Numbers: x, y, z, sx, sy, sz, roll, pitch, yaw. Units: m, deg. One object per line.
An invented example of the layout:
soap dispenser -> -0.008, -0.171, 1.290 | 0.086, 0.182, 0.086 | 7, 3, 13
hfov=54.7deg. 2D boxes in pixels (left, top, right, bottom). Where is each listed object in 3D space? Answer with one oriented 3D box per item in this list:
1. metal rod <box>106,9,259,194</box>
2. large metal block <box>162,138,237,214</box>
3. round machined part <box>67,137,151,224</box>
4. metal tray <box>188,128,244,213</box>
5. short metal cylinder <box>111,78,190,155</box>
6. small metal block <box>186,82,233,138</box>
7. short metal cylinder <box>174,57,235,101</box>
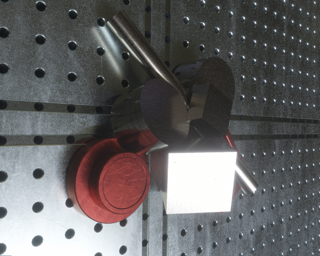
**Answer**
metal rod -> 0.040, -0.022, 0.406 | 0.300, 0.025, 0.025 | 49, 60, -18
large metal block -> 0.046, 0.059, 0.393 | 0.081, 0.050, 0.079 | -1, 107, -7
round machined part -> -0.050, 0.059, 0.351 | 0.099, 0.042, 0.097 | 0, 90, -40
metal tray -> 0.080, 0.052, 0.468 | 0.090, 0.030, 0.130 | -44, 117, -31
short metal cylinder -> -0.010, -0.012, 0.365 | 0.080, 0.050, 0.080 | 22, 58, -41
small metal block -> 0.063, -0.021, 0.389 | 0.050, 0.025, 0.050 | 33, 62, -35
short metal cylinder -> 0.062, -0.057, 0.441 | 0.081, 0.050, 0.079 | 0, 90, -40
